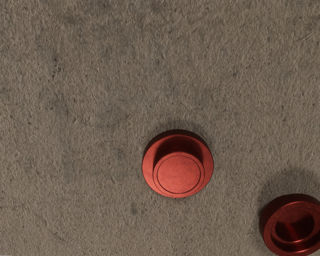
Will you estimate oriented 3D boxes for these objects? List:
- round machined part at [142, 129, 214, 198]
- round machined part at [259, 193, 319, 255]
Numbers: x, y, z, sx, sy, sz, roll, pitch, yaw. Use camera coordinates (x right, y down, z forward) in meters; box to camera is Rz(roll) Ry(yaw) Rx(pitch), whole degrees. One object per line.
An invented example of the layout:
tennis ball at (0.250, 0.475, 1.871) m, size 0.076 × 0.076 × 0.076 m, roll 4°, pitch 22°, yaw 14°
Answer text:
round machined part at (0.024, 0.054, 0.421) m, size 0.099 × 0.042 × 0.097 m, roll 0°, pitch 110°, yaw -1°
round machined part at (0.194, 0.137, 0.454) m, size 0.099 × 0.042 × 0.097 m, roll 0°, pitch 110°, yaw -1°
